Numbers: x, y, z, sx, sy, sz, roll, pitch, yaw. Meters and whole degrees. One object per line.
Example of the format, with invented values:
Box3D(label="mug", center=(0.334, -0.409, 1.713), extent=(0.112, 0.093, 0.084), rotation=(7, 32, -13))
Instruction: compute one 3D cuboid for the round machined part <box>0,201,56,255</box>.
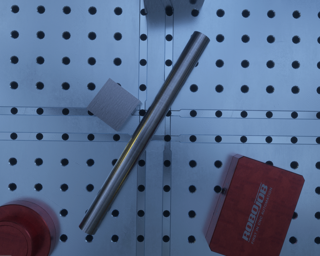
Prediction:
Box3D(label="round machined part", center=(-0.192, 0.148, 0.402), extent=(0.099, 0.042, 0.097), rotation=(0, 90, -1))

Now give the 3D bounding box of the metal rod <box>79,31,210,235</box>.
Box3D(label="metal rod", center=(-0.020, 0.006, 0.413), extent=(0.025, 0.025, 0.299), rotation=(31, 90, -1))

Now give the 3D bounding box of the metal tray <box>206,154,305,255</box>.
Box3D(label="metal tray", center=(0.125, 0.110, 0.413), extent=(0.090, 0.030, 0.129), rotation=(19, 90, -1))

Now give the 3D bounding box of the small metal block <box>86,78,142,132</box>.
Box3D(label="small metal block", center=(-0.060, -0.030, 0.413), extent=(0.050, 0.025, 0.050), rotation=(37, 90, -1))

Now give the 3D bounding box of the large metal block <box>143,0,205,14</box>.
Box3D(label="large metal block", center=(0.016, -0.188, 0.386), extent=(0.081, 0.080, 0.050), rotation=(-9, 90, 0))
